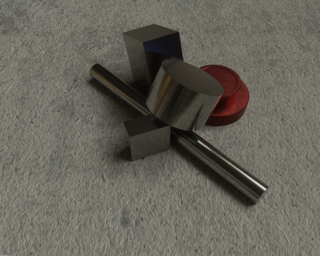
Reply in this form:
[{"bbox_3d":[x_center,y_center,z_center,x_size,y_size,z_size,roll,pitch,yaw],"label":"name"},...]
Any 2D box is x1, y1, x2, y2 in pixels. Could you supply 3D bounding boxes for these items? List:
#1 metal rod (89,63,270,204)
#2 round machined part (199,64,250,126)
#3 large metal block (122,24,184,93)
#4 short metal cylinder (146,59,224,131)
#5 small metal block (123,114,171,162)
[{"bbox_3d":[0.008,-0.007,0.411,0.300,0.025,0.025,38,59,27],"label":"metal rod"},{"bbox_3d":[0.077,-0.053,0.438,0.099,0.042,0.098,0,50,0],"label":"round machined part"},{"bbox_3d":[-0.008,-0.095,0.435,0.050,0.080,0.080,-22,32,-16],"label":"large metal block"},{"bbox_3d":[0.029,-0.041,0.375,0.080,0.050,0.080,19,31,-12],"label":"short metal cylinder"},{"bbox_3d":[-0.016,0.011,0.380,0.050,0.050,0.025,-16,52,-14],"label":"small metal block"}]
